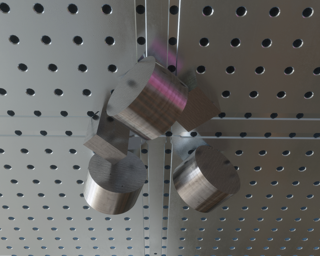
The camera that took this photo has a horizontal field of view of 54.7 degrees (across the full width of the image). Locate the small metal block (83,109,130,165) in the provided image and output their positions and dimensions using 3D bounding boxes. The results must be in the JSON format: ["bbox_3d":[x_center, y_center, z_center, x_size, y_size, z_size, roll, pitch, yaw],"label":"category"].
[{"bbox_3d":[-0.068,0.012,0.404,0.025,0.050,0.050,-35,122,26],"label":"small metal block"}]

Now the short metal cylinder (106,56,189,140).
[{"bbox_3d":[-0.015,-0.033,0.347,0.050,0.080,0.080,37,121,-27],"label":"short metal cylinder"}]

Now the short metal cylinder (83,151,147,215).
[{"bbox_3d":[-0.064,0.074,0.438,0.081,0.080,0.050,13,129,-11],"label":"short metal cylinder"}]

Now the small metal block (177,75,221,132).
[{"bbox_3d":[0.040,-0.029,0.387,0.050,0.025,0.050,-32,123,24],"label":"small metal block"}]

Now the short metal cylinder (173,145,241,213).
[{"bbox_3d":[0.066,0.071,0.437,0.080,0.080,0.050,27,125,-22],"label":"short metal cylinder"}]
